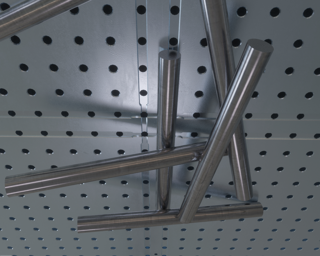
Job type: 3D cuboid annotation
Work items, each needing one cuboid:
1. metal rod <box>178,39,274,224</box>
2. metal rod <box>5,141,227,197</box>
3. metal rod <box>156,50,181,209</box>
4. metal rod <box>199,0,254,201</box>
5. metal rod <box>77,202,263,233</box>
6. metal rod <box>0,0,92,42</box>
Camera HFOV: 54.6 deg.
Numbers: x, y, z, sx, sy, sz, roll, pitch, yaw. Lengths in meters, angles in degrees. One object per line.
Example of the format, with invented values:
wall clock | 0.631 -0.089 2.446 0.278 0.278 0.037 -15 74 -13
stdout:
metal rod | 0.066 0.031 0.385 0.025 0.025 0.298 8 133 -7
metal rod | -0.034 0.046 0.399 0.302 0.025 0.025 -9 131 -13
metal rod | 0.008 0.033 0.439 0.025 0.025 0.298 1 130 -1
metal rod | 0.083 -0.026 0.366 0.025 0.025 0.299 -12 122 10
metal rod | 0.023 0.144 0.502 0.302 0.025 0.025 -2 131 -11
metal rod | -0.074 -0.134 0.297 0.301 0.025 0.025 -18 128 14
